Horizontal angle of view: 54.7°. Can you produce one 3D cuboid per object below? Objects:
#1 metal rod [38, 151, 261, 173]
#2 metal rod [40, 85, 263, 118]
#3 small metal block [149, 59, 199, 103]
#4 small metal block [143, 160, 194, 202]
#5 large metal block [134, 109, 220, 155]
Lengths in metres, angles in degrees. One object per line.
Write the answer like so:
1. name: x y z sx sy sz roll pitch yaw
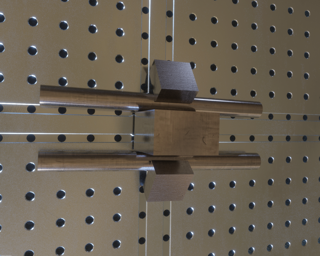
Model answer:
1. metal rod: 0.001 0.044 0.410 0.302 0.025 0.025 2 90 -20
2. metal rod: 0.004 -0.032 0.409 0.302 0.025 0.025 2 90 -20
3. small metal block: 0.017 -0.060 0.403 0.050 0.025 0.050 1 55 -20
4. small metal block: 0.010 0.068 0.400 0.050 0.025 0.050 3 127 -21
5. large metal block: 0.018 0.006 0.385 0.081 0.080 0.050 2 90 -20
